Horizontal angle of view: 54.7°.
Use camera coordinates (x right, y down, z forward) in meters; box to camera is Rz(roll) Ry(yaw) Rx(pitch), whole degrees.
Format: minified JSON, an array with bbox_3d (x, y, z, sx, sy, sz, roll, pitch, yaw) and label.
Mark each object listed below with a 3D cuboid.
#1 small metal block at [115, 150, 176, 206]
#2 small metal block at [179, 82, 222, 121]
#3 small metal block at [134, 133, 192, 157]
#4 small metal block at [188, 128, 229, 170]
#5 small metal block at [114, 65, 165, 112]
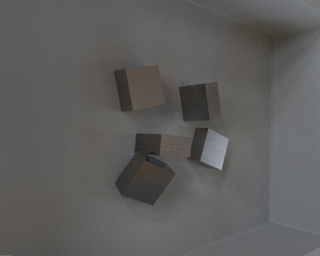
[{"bbox_3d":[-0.018,0.062,0.378,0.050,0.025,0.050,29,100,-36],"label":"small metal block"},{"bbox_3d":[0.056,-0.037,0.437,0.025,0.050,0.050,-14,99,-39],"label":"small metal block"},{"bbox_3d":[0.004,0.022,0.393,0.050,0.050,0.025,8,85,-40],"label":"small metal block"},{"bbox_3d":[0.074,0.032,0.468,0.050,0.025,0.050,26,74,-37],"label":"small metal block"},{"bbox_3d":[-0.025,-0.050,0.385,0.050,0.025,0.050,-16,100,-39],"label":"small metal block"}]
